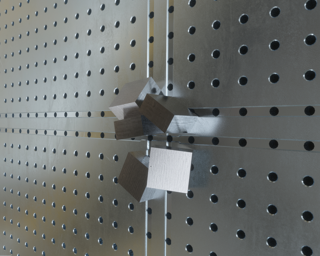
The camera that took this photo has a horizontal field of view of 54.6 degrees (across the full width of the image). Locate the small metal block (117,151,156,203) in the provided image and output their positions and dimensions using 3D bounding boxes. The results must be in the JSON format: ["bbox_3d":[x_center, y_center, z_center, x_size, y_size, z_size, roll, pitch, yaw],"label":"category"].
[{"bbox_3d":[-0.028,0.067,0.434,0.050,0.025,0.050,35,112,34],"label":"small metal block"}]

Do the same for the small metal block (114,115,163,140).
[{"bbox_3d":[-0.024,-0.001,0.414,0.050,0.050,0.025,-11,87,40],"label":"small metal block"}]

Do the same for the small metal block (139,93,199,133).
[{"bbox_3d":[0.011,-0.018,0.385,0.050,0.050,0.025,41,114,32],"label":"small metal block"}]

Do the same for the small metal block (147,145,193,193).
[{"bbox_3d":[0.013,0.050,0.385,0.050,0.025,0.050,7,95,9],"label":"small metal block"}]

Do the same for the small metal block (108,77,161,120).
[{"bbox_3d":[-0.034,-0.040,0.421,0.050,0.025,0.050,-7,42,40],"label":"small metal block"}]
